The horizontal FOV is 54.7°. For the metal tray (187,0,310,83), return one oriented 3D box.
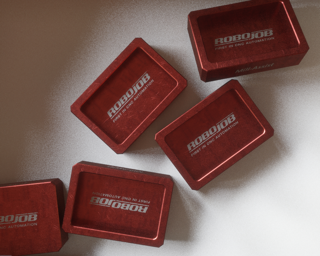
[{"bbox_3d":[0.108,-0.115,0.395,0.131,0.030,0.090,-11,70,-1],"label":"metal tray"}]

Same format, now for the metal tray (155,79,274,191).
[{"bbox_3d":[0.070,0.009,0.409,0.130,0.030,0.090,-36,90,-1],"label":"metal tray"}]

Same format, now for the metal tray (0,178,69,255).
[{"bbox_3d":[-0.194,0.119,0.406,0.131,0.030,0.089,-6,90,-1],"label":"metal tray"}]

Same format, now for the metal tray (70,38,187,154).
[{"bbox_3d":[-0.039,-0.041,0.408,0.090,0.030,0.130,43,90,-1],"label":"metal tray"}]

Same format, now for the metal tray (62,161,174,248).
[{"bbox_3d":[-0.053,0.098,0.408,0.131,0.030,0.089,10,90,-1],"label":"metal tray"}]
